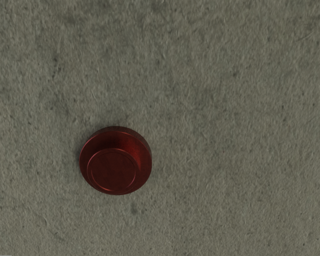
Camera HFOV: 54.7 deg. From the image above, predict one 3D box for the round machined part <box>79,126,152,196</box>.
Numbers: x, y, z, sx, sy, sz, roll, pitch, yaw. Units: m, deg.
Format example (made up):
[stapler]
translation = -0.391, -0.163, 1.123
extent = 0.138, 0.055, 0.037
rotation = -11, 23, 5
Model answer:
[round machined part]
translation = -0.060, 0.050, 0.418
extent = 0.099, 0.042, 0.097
rotation = 0, 110, -1
